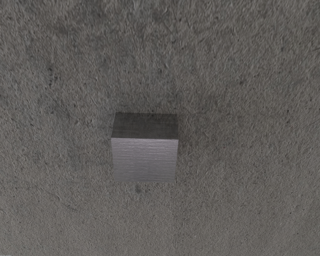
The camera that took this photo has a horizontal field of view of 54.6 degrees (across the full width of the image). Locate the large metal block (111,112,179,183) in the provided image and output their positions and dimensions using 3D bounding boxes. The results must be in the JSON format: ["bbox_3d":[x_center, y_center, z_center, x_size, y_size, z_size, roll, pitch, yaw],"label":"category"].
[{"bbox_3d":[-0.019,0.027,0.413,0.080,0.050,0.080,2,130,-2],"label":"large metal block"}]
